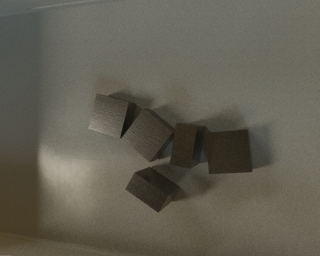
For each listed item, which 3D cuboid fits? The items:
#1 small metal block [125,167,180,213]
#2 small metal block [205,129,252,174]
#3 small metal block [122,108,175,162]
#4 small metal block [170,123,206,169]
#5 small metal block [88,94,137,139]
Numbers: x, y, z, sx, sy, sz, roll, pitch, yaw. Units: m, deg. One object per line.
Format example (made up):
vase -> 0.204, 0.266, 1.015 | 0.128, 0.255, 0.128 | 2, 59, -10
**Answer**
small metal block -> -0.008, 0.077, 0.397 | 0.050, 0.050, 0.025 | 32, 101, 16
small metal block -> 0.085, 0.029, 0.378 | 0.050, 0.025, 0.050 | -6, 88, 19
small metal block -> -0.013, 0.009, 0.411 | 0.050, 0.025, 0.050 | 40, 102, 15
small metal block -> 0.035, 0.020, 0.382 | 0.025, 0.050, 0.050 | 10, 93, 19
small metal block -> -0.066, -0.016, 0.430 | 0.050, 0.025, 0.050 | 16, 95, 19
